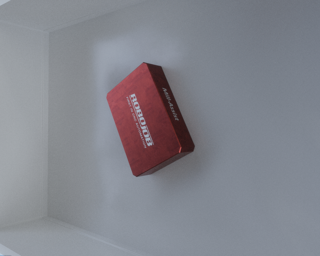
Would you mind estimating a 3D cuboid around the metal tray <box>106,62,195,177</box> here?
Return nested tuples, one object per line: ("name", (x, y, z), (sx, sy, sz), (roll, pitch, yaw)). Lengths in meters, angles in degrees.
("metal tray", (-0.017, -0.010, 0.419), (0.090, 0.030, 0.130), (-33, 69, 35))
